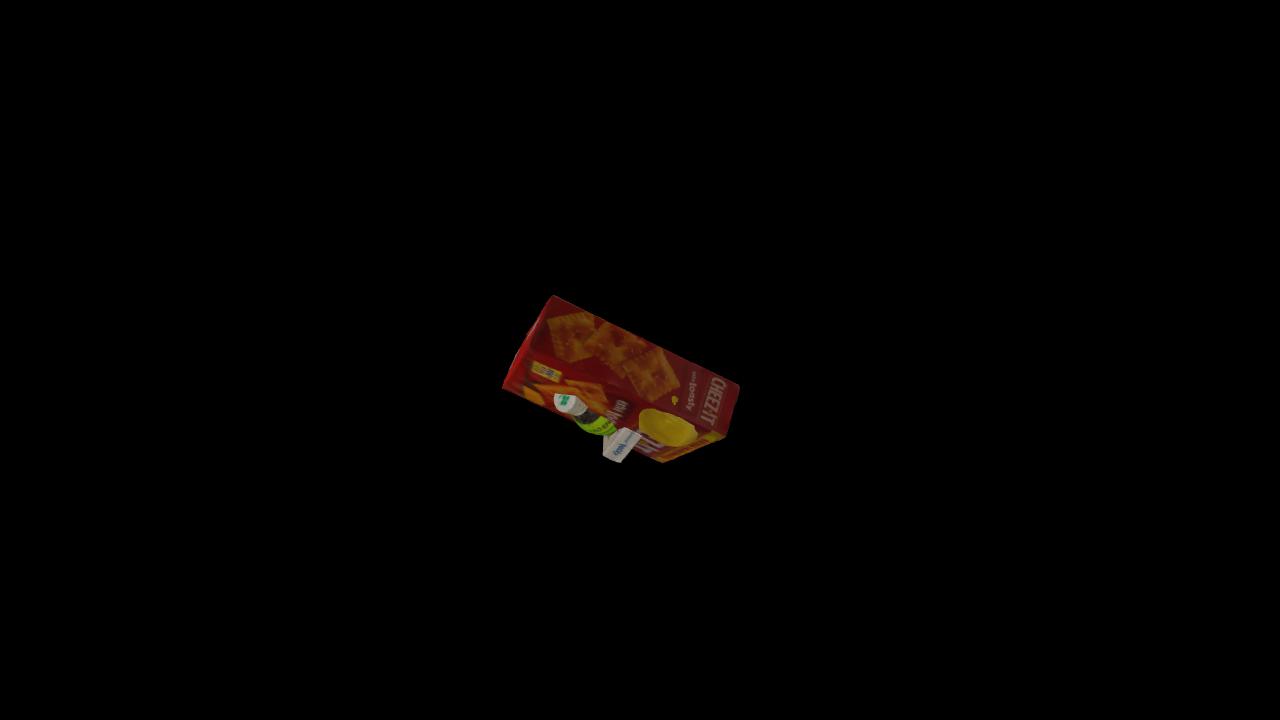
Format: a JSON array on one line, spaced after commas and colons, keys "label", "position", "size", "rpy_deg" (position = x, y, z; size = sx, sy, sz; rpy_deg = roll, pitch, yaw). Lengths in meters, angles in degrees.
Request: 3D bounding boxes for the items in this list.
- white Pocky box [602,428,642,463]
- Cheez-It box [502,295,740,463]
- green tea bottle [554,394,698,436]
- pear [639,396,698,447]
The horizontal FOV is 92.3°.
[{"label": "white Pocky box", "position": [-0.013, 0.044, 0.748], "size": [0.028, 0.084, 0.154], "rpy_deg": [26, 29, -18]}, {"label": "Cheez-It box", "position": [-0.028, 0.031, 0.680], "size": [0.223, 0.071, 0.166], "rpy_deg": [26, -25, -13]}, {"label": "green tea bottle", "position": [-0.025, 0.057, 0.735], "size": [0.073, 0.073, 0.212], "rpy_deg": [0, -12, 32]}, {"label": "pear", "position": [0.021, 0.060, 0.662], "size": [0.080, 0.080, 0.111], "rpy_deg": [0, -22, -34]}]
